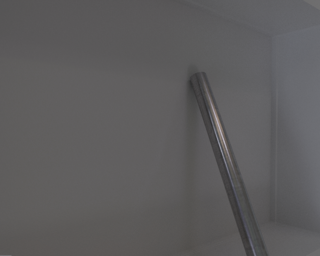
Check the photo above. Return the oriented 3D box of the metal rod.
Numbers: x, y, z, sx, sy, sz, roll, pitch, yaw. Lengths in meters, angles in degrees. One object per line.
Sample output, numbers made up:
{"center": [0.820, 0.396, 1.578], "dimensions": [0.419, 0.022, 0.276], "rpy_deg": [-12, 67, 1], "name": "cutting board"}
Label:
{"center": [0.092, 0.060, 0.401], "dimensions": [0.025, 0.025, 0.299], "rpy_deg": [4, 62, -40], "name": "metal rod"}
